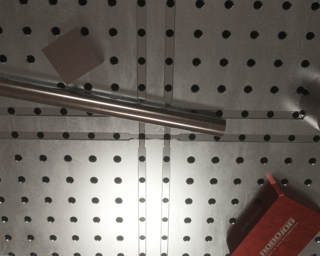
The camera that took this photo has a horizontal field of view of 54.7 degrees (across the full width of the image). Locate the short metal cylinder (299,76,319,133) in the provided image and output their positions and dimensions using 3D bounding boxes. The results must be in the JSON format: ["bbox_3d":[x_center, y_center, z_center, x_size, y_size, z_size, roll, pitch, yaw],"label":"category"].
[{"bbox_3d":[0.228,-0.027,0.394,0.081,0.050,0.079,0,110,-1],"label":"short metal cylinder"}]

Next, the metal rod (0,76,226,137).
[{"bbox_3d":[-0.064,-0.027,0.402,0.302,0.025,0.025,11,110,-5],"label":"metal rod"}]

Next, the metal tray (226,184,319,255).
[{"bbox_3d":[0.176,0.159,0.472,0.090,0.030,0.129,28,107,-11],"label":"metal tray"}]

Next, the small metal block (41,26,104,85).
[{"bbox_3d":[-0.106,-0.088,0.379,0.050,0.025,0.050,-30,108,10],"label":"small metal block"}]
